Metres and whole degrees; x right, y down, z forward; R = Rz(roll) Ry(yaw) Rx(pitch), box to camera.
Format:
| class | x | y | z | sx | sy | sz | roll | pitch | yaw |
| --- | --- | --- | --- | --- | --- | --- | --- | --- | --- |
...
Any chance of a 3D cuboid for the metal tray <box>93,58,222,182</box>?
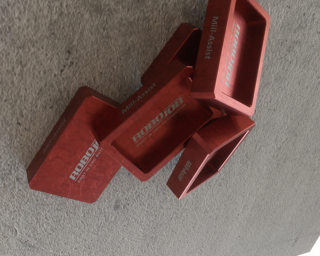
| class | x | y | z | sx | sy | sz | roll | pitch | yaw |
| --- | --- | --- | --- | --- | --- | --- | --- | --- | --- |
| metal tray | 0.000 | -0.006 | 0.364 | 0.130 | 0.030 | 0.090 | -41 | 130 | 0 |

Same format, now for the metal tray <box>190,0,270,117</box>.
| class | x | y | z | sx | sy | sz | roll | pitch | yaw |
| --- | --- | --- | --- | --- | --- | --- | --- | --- | --- |
| metal tray | 0.084 | -0.086 | 0.356 | 0.091 | 0.030 | 0.129 | 17 | 82 | -46 |

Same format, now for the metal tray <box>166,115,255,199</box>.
| class | x | y | z | sx | sy | sz | roll | pitch | yaw |
| --- | --- | --- | --- | --- | --- | --- | --- | --- | --- |
| metal tray | 0.066 | 0.038 | 0.422 | 0.091 | 0.030 | 0.129 | -27 | 154 | -32 |

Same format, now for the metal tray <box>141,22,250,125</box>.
| class | x | y | z | sx | sy | sz | roll | pitch | yaw |
| --- | --- | --- | --- | --- | --- | --- | --- | --- | --- |
| metal tray | 0.051 | -0.059 | 0.398 | 0.131 | 0.030 | 0.090 | 30 | 101 | -38 |

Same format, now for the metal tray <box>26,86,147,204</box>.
| class | x | y | z | sx | sy | sz | roll | pitch | yaw |
| --- | --- | --- | --- | --- | --- | --- | --- | --- | --- |
| metal tray | -0.086 | 0.025 | 0.373 | 0.090 | 0.030 | 0.130 | 28 | 103 | -38 |
